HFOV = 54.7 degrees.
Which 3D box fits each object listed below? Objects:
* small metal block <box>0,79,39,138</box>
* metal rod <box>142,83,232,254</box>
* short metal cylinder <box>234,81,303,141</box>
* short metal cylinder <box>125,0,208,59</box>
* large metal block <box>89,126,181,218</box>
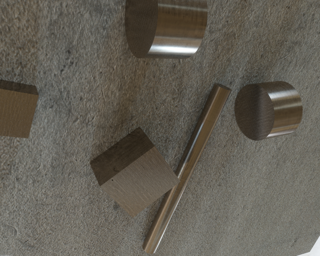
[{"bbox_3d":[-0.155,-0.020,0.310,0.050,0.025,0.050,9,114,-33],"label":"small metal block"},{"bbox_3d":[0.034,0.074,0.472,0.025,0.025,0.298,8,114,-32],"label":"metal rod"},{"bbox_3d":[0.152,-0.025,0.441,0.050,0.080,0.079,-9,123,-24],"label":"short metal cylinder"},{"bbox_3d":[0.003,-0.109,0.306,0.050,0.080,0.079,-5,121,-26],"label":"short metal cylinder"},{"bbox_3d":[-0.032,0.059,0.411,0.080,0.050,0.080,-37,130,-4],"label":"large metal block"}]
